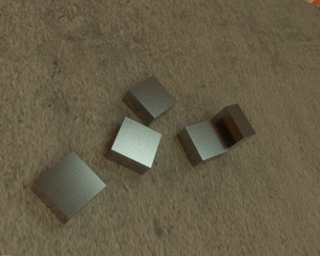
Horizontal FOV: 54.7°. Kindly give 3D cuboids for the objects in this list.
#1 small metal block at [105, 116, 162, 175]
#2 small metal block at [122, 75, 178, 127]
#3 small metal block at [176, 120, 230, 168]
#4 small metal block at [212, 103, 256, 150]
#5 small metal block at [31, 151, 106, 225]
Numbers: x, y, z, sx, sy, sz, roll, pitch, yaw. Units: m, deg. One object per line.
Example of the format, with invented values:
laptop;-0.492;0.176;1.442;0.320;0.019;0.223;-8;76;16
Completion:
small metal block;-0.031;0.022;0.375;0.050;0.025;0.050;27;52;-12
small metal block;-0.013;-0.037;0.421;0.050;0.025;0.050;48;51;5
small metal block;0.059;0.021;0.425;0.050;0.025;0.050;-15;70;-34
small metal block;0.100;0.001;0.444;0.025;0.050;0.050;-14;69;-34
small metal block;-0.093;0.061;0.317;0.050;0.025;0.050;46;51;3
